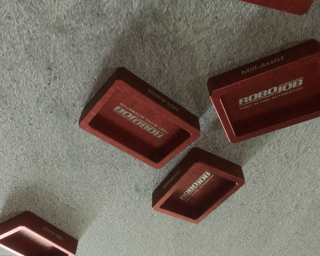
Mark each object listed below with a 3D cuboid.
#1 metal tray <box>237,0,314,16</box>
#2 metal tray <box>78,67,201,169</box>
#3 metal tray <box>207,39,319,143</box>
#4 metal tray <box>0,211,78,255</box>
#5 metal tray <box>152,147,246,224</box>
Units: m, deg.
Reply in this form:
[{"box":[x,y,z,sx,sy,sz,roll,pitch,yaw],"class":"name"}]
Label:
[{"box":[0.085,-0.160,0.269,0.131,0.030,0.089,10,130,-9],"class":"metal tray"},{"box":[-0.024,-0.007,0.397,0.131,0.030,0.090,32,123,-25],"class":"metal tray"},{"box":[0.133,-0.039,0.371,0.130,0.030,0.090,-19,128,15],"class":"metal tray"},{"box":[-0.232,0.213,0.582,0.090,0.030,0.130,-28,125,21],"class":"metal tray"},{"box":[0.056,0.095,0.484,0.090,0.030,0.129,24,126,-19],"class":"metal tray"}]
